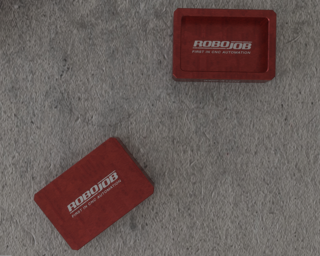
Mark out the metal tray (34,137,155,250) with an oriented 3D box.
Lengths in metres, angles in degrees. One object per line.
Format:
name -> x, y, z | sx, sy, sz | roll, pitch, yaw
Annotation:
metal tray -> -0.084, 0.084, 0.407 | 0.130, 0.030, 0.090 | -37, 90, 0

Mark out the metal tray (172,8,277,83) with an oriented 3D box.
metal tray -> 0.082, -0.107, 0.407 | 0.131, 0.030, 0.089 | 1, 90, 0
